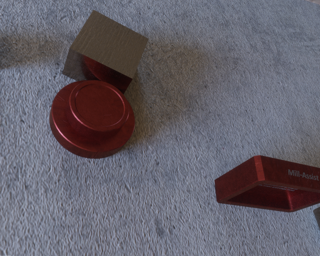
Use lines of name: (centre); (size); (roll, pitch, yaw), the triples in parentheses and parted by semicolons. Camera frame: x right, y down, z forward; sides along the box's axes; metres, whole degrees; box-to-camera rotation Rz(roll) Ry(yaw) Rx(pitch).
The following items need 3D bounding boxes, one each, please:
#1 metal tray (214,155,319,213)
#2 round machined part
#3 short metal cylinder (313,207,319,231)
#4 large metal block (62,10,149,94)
metal tray: (0.148, 0.076, 0.395); (0.131, 0.090, 0.030); (13, 57, -21)
round machined part: (-0.075, -0.017, 0.363); (0.099, 0.042, 0.098); (14, 56, -21)
short metal cylinder: (0.264, 0.132, 0.430); (0.081, 0.080, 0.050); (6, 59, -25)
large metal block: (-0.070, -0.095, 0.408); (0.080, 0.050, 0.080); (25, 53, -13)
